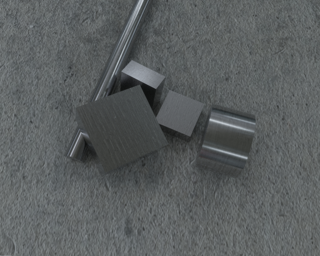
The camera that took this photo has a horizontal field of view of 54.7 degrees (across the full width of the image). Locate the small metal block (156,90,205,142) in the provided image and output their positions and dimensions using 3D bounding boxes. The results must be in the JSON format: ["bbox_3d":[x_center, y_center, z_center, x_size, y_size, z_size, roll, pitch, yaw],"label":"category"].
[{"bbox_3d":[0.026,-0.016,0.414,0.050,0.025,0.050,23,71,7],"label":"small metal block"}]

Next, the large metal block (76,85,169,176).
[{"bbox_3d":[-0.048,0.004,0.378,0.081,0.050,0.080,-23,83,-20],"label":"large metal block"}]

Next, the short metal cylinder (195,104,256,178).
[{"bbox_3d":[0.077,0.015,0.374,0.050,0.080,0.080,16,71,5],"label":"short metal cylinder"}]

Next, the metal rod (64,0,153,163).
[{"bbox_3d":[-0.062,-0.094,0.441,0.025,0.025,0.299,18,71,6],"label":"metal rod"}]

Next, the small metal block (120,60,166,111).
[{"bbox_3d":[-0.024,-0.055,0.412,0.050,0.050,0.025,28,57,9],"label":"small metal block"}]
